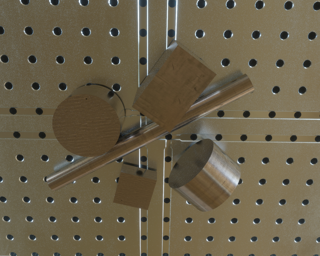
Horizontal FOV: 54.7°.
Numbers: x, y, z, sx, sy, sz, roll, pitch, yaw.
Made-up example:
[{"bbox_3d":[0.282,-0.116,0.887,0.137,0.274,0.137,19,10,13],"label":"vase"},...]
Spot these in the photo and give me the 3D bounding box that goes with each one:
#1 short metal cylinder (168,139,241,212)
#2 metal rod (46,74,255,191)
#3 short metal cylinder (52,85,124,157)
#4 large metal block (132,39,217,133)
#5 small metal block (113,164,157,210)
[{"bbox_3d":[0.057,0.060,0.403,0.050,0.080,0.080,42,105,-14],"label":"short metal cylinder"},{"bbox_3d":[-0.019,0.010,0.413,0.301,0.025,0.025,-27,108,9],"label":"metal rod"},{"bbox_3d":[-0.087,-0.010,0.391,0.081,0.050,0.079,0,110,0],"label":"short metal cylinder"},{"bbox_3d":[0.014,-0.053,0.361,0.050,0.080,0.080,35,106,-12],"label":"large metal block"},{"bbox_3d":[-0.035,0.084,0.440,0.050,0.025,0.050,14,109,-6],"label":"small metal block"}]
